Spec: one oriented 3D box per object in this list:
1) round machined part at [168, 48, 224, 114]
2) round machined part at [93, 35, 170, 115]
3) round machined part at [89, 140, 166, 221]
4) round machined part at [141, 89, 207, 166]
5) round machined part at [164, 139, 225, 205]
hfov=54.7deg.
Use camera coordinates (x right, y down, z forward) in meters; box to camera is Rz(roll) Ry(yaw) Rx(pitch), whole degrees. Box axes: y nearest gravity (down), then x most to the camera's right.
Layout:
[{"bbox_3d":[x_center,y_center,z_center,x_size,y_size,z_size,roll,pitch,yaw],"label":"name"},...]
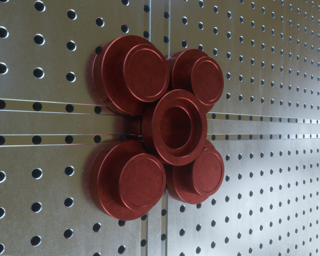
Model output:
[{"bbox_3d":[0.054,-0.065,0.445,0.099,0.042,0.097,0,90,-40],"label":"round machined part"},{"bbox_3d":[-0.027,-0.064,0.376,0.099,0.042,0.097,0,90,-40],"label":"round machined part"},{"bbox_3d":[-0.031,0.063,0.374,0.099,0.042,0.097,0,90,-40],"label":"round machined part"},{"bbox_3d":[0.015,-0.001,0.410,0.099,0.042,0.097,0,90,-40],"label":"round machined part"},{"bbox_3d":[0.055,0.061,0.446,0.099,0.042,0.097,0,90,-40],"label":"round machined part"}]
